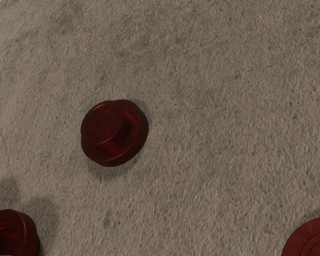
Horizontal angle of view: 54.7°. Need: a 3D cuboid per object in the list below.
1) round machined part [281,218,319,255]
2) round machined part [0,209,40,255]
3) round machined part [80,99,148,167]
[{"bbox_3d":[0.147,0.118,0.244,0.098,0.042,0.098,-13,56,20],"label":"round machined part"},{"bbox_3d":[-0.195,0.158,0.396,0.098,0.042,0.098,-13,56,20],"label":"round machined part"},{"bbox_3d":[-0.069,0.001,0.427,0.098,0.042,0.098,-13,56,20],"label":"round machined part"}]
